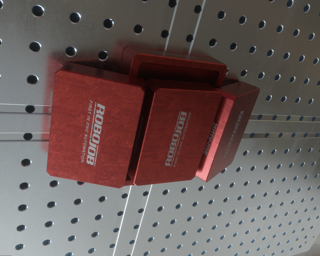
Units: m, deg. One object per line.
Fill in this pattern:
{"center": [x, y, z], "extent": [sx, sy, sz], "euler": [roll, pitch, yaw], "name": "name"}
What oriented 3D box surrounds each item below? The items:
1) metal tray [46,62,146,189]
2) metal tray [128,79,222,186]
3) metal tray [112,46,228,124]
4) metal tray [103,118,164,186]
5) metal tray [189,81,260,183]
{"center": [-0.073, 0.001, 0.347], "extent": [0.091, 0.030, 0.129], "euler": [12, 115, -6], "name": "metal tray"}
{"center": [0.015, 0.008, 0.383], "extent": [0.091, 0.030, 0.129], "euler": [-1, 119, -29], "name": "metal tray"}
{"center": [0.013, -0.047, 0.387], "extent": [0.131, 0.030, 0.089], "euler": [0, 119, -29], "name": "metal tray"}
{"center": [-0.007, 0.032, 0.426], "extent": [0.131, 0.030, 0.089], "euler": [0, 119, -29], "name": "metal tray"}
{"center": [0.091, 0.004, 0.438], "extent": [0.091, 0.030, 0.129], "euler": [-21, 132, -51], "name": "metal tray"}
